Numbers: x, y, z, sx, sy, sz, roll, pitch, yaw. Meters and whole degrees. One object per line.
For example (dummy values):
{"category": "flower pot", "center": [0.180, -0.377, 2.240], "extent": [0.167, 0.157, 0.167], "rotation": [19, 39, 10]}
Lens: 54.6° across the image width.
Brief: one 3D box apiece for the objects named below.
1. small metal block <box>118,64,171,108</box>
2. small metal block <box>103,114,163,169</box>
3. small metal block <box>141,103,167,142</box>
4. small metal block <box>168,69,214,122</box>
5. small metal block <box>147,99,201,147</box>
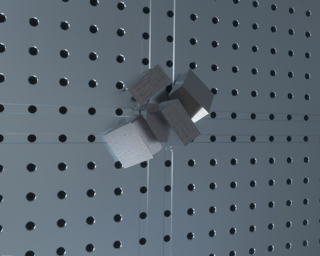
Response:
{"category": "small metal block", "center": [-0.021, -0.051, 0.391], "extent": [0.050, 0.050, 0.025], "rotation": [-43, 104, -15]}
{"category": "small metal block", "center": [-0.034, 0.017, 0.384], "extent": [0.050, 0.050, 0.025], "rotation": [58, 36, -11]}
{"category": "small metal block", "center": [0.002, -0.006, 0.413], "extent": [0.050, 0.025, 0.050], "rotation": [1, 90, -21]}
{"category": "small metal block", "center": [0.043, -0.044, 0.414], "extent": [0.050, 0.025, 0.050], "rotation": [44, 36, -15]}
{"category": "small metal block", "center": [0.016, -0.006, 0.378], "extent": [0.025, 0.050, 0.050], "rotation": [-38, 103, -17]}
